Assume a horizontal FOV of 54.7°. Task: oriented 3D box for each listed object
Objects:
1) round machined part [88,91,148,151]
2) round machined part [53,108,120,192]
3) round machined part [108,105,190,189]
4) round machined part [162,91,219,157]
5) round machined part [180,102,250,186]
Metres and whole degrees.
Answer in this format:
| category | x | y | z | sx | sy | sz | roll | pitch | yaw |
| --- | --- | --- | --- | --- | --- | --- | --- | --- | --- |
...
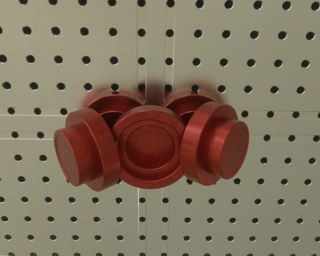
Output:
| category | x | y | z | sx | sy | sz | roll | pitch | yaw |
| --- | --- | --- | --- | --- | --- | --- | --- | --- | --- |
| round machined part | -0.056 | 0.004 | 0.405 | 0.099 | 0.042 | 0.097 | 0 | 110 | -1 |
| round machined part | -0.090 | 0.029 | 0.359 | 0.042 | 0.098 | 0.097 | -20 | 115 | -33 |
| round machined part | -0.011 | 0.019 | 0.365 | 0.099 | 0.042 | 0.097 | 0 | 110 | -1 |
| round machined part | 0.043 | 0.004 | 0.406 | 0.099 | 0.042 | 0.097 | 0 | 110 | -1 |
| round machined part | 0.069 | 0.021 | 0.359 | 0.042 | 0.099 | 0.097 | 17 | 116 | 37 |
